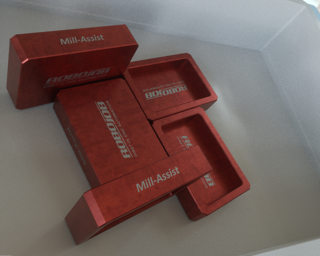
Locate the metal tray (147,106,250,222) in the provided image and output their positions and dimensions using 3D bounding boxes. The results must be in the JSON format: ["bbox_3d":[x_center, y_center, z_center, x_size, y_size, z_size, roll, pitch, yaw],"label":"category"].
[{"bbox_3d":[0.048,0.041,0.402,0.091,0.030,0.130,-19,72,-36],"label":"metal tray"}]

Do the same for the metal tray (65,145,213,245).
[{"bbox_3d":[-0.020,0.066,0.310,0.131,0.090,0.030,-19,72,-35],"label":"metal tray"}]

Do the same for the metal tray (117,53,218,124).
[{"bbox_3d":[0.010,-0.056,0.441,0.131,0.030,0.090,-19,72,-35],"label":"metal tray"}]

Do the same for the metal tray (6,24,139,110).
[{"bbox_3d":[-0.098,-0.069,0.350,0.131,0.090,0.030,-20,73,-36],"label":"metal tray"}]

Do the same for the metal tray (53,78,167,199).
[{"bbox_3d":[-0.057,0.008,0.365,0.091,0.030,0.130,-19,72,-36],"label":"metal tray"}]
